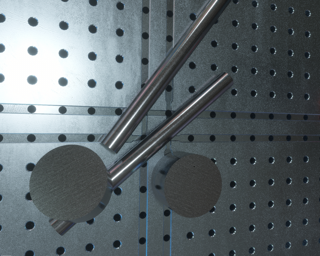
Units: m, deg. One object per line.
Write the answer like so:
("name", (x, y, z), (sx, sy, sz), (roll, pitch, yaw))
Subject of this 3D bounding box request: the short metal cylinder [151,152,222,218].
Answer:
("short metal cylinder", (0.034, 0.073, 0.412), (0.081, 0.050, 0.080), (0, 90, -20))

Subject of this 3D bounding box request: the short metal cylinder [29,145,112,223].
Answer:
("short metal cylinder", (-0.096, 0.064, 0.348), (0.081, 0.050, 0.080), (1, 70, -2))

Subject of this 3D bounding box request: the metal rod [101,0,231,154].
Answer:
("metal rod", (0.022, -0.093, 0.420), (0.025, 0.025, 0.300), (40, 77, -16))

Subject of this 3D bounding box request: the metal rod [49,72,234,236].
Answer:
("metal rod", (-0.013, 0.024, 0.407), (0.301, 0.025, 0.025), (-41, 103, -16))
